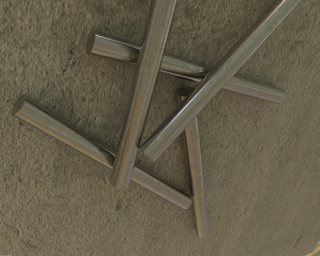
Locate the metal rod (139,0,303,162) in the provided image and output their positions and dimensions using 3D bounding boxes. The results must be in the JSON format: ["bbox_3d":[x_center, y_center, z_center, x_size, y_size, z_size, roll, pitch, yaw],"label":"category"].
[{"bbox_3d":[0.086,-0.078,0.376,0.300,0.025,0.025,-47,130,-6],"label":"metal rod"}]

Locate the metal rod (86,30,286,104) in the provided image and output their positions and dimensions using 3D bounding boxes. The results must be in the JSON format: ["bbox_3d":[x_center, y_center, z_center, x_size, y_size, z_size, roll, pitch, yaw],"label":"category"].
[{"bbox_3d":[0.056,-0.068,0.394,0.302,0.025,0.025,9,114,-32],"label":"metal rod"}]

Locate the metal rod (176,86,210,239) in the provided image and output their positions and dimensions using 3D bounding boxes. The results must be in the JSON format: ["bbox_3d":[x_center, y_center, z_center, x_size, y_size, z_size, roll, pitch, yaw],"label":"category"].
[{"bbox_3d":[0.056,0.072,0.481,0.025,0.025,0.298,-22,127,-15],"label":"metal rod"}]

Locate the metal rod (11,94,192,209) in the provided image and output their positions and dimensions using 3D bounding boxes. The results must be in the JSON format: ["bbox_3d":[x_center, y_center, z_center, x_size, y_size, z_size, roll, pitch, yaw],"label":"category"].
[{"bbox_3d":[-0.051,0.048,0.408,0.025,0.025,0.301,-48,129,5],"label":"metal rod"}]

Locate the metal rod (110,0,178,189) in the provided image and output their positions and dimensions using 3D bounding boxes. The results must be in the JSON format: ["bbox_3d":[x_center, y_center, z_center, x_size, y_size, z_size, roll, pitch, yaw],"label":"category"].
[{"bbox_3d":[-0.012,-0.063,0.327,0.025,0.025,0.298,2,118,-29],"label":"metal rod"}]
